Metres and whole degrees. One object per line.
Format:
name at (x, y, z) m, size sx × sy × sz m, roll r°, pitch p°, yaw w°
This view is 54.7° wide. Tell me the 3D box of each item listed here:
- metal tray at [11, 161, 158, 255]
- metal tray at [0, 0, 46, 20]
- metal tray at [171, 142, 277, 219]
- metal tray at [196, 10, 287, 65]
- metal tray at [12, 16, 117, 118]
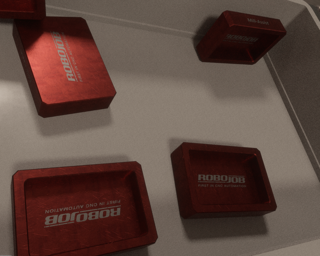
metal tray at (-0.075, 0.084, 0.311) m, size 0.131 × 0.030 × 0.090 m, roll -1°, pitch 62°, yaw -29°
metal tray at (-0.195, -0.168, 0.332) m, size 0.131 × 0.089 × 0.030 m, roll -5°, pitch 44°, yaw -21°
metal tray at (0.084, 0.069, 0.407) m, size 0.131 × 0.030 × 0.090 m, roll 6°, pitch 59°, yaw -26°
metal tray at (0.139, -0.151, 0.533) m, size 0.131 × 0.090 × 0.030 m, roll -4°, pitch 64°, yaw -31°
metal tray at (-0.120, -0.081, 0.388) m, size 0.091 × 0.030 × 0.130 m, roll -12°, pitch 68°, yaw -34°
